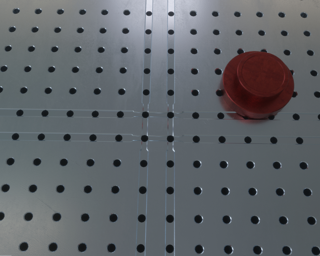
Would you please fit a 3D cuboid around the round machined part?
[{"bbox_3d":[0.136,-0.065,0.427,0.099,0.042,0.098,0,70,0],"label":"round machined part"}]
